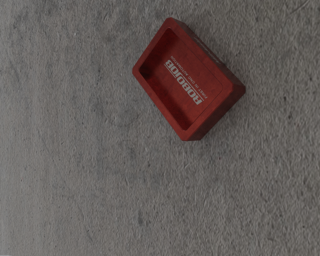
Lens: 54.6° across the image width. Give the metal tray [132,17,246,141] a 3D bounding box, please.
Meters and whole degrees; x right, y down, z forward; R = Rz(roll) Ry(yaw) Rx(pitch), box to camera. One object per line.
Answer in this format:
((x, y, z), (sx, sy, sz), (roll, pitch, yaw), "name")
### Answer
((0.029, -0.059, 0.378), (0.090, 0.030, 0.130), (-50, 61, 28), "metal tray")
